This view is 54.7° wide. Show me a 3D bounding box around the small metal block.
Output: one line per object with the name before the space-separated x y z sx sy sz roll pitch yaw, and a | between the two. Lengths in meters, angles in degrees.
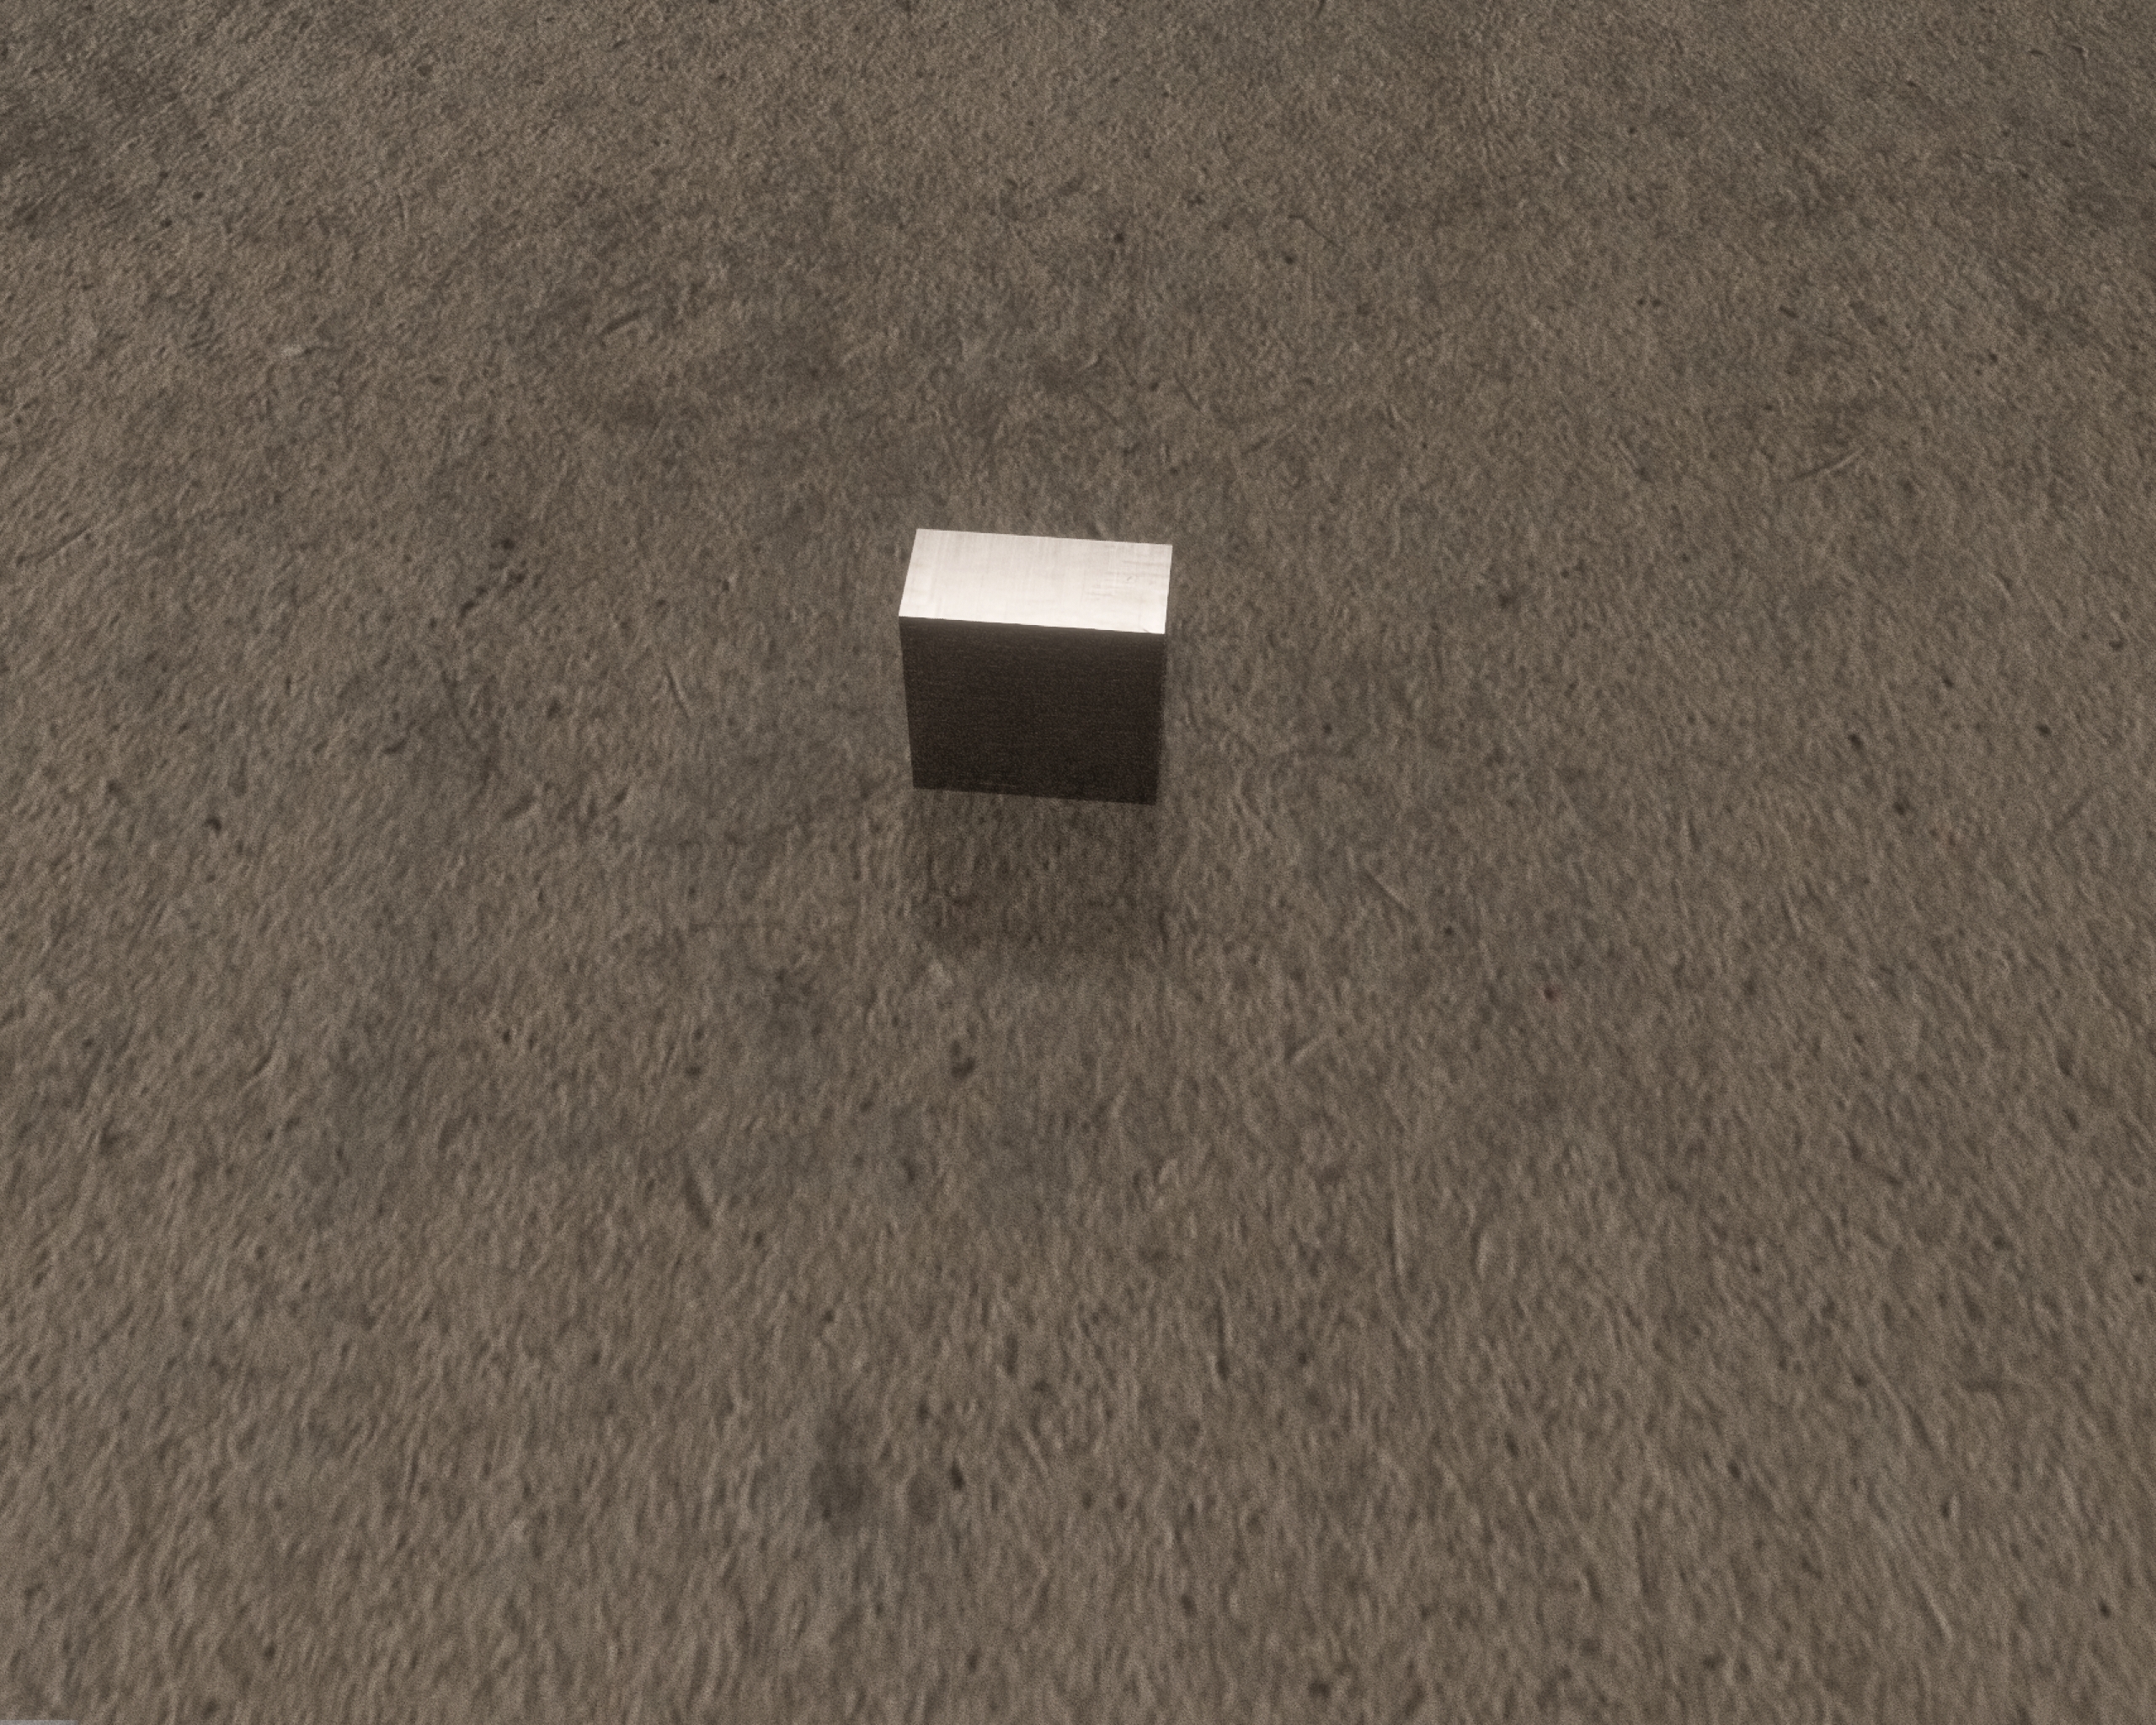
small metal block | -0.008 -0.039 0.420 0.050 0.050 0.025 4 50 3
